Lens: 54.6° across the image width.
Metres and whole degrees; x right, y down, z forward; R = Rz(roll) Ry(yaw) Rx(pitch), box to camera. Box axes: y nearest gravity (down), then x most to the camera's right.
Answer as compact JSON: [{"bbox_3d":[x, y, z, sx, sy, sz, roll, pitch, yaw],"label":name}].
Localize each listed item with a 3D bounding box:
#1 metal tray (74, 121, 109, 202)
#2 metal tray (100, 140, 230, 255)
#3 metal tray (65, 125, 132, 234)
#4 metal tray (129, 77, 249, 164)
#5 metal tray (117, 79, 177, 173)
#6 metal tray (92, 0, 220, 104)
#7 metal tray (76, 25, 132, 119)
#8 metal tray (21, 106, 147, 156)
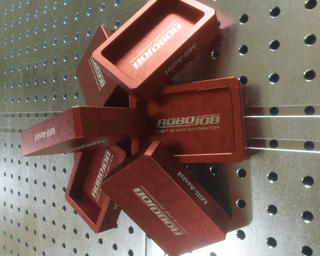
[{"bbox_3d":[-0.096,0.052,0.487,0.090,0.030,0.129,-5,86,39],"label":"metal tray"},{"bbox_3d":[0.005,0.086,0.359,0.090,0.030,0.130,-36,101,35],"label":"metal tray"},{"bbox_3d":[-0.084,0.068,0.437,0.090,0.030,0.129,33,111,35],"label":"metal tray"},{"bbox_3d":[0.031,-0.005,0.358,0.130,0.030,0.090,-4,87,22],"label":"metal tray"},{"bbox_3d":[-0.023,0.000,0.426,0.090,0.030,0.129,-6,84,38],"label":"metal tray"},{"bbox_3d":[-0.006,-0.101,0.368,0.130,0.030,0.090,-45,57,-7],"label":"metal tray"},{"bbox_3d":[-0.079,-0.078,0.451,0.090,0.030,0.130,-53,44,27],"label":"metal tray"},{"bbox_3d":[-0.090,0.006,0.358,0.130,0.091,0.030,-16,80,43],"label":"metal tray"}]
